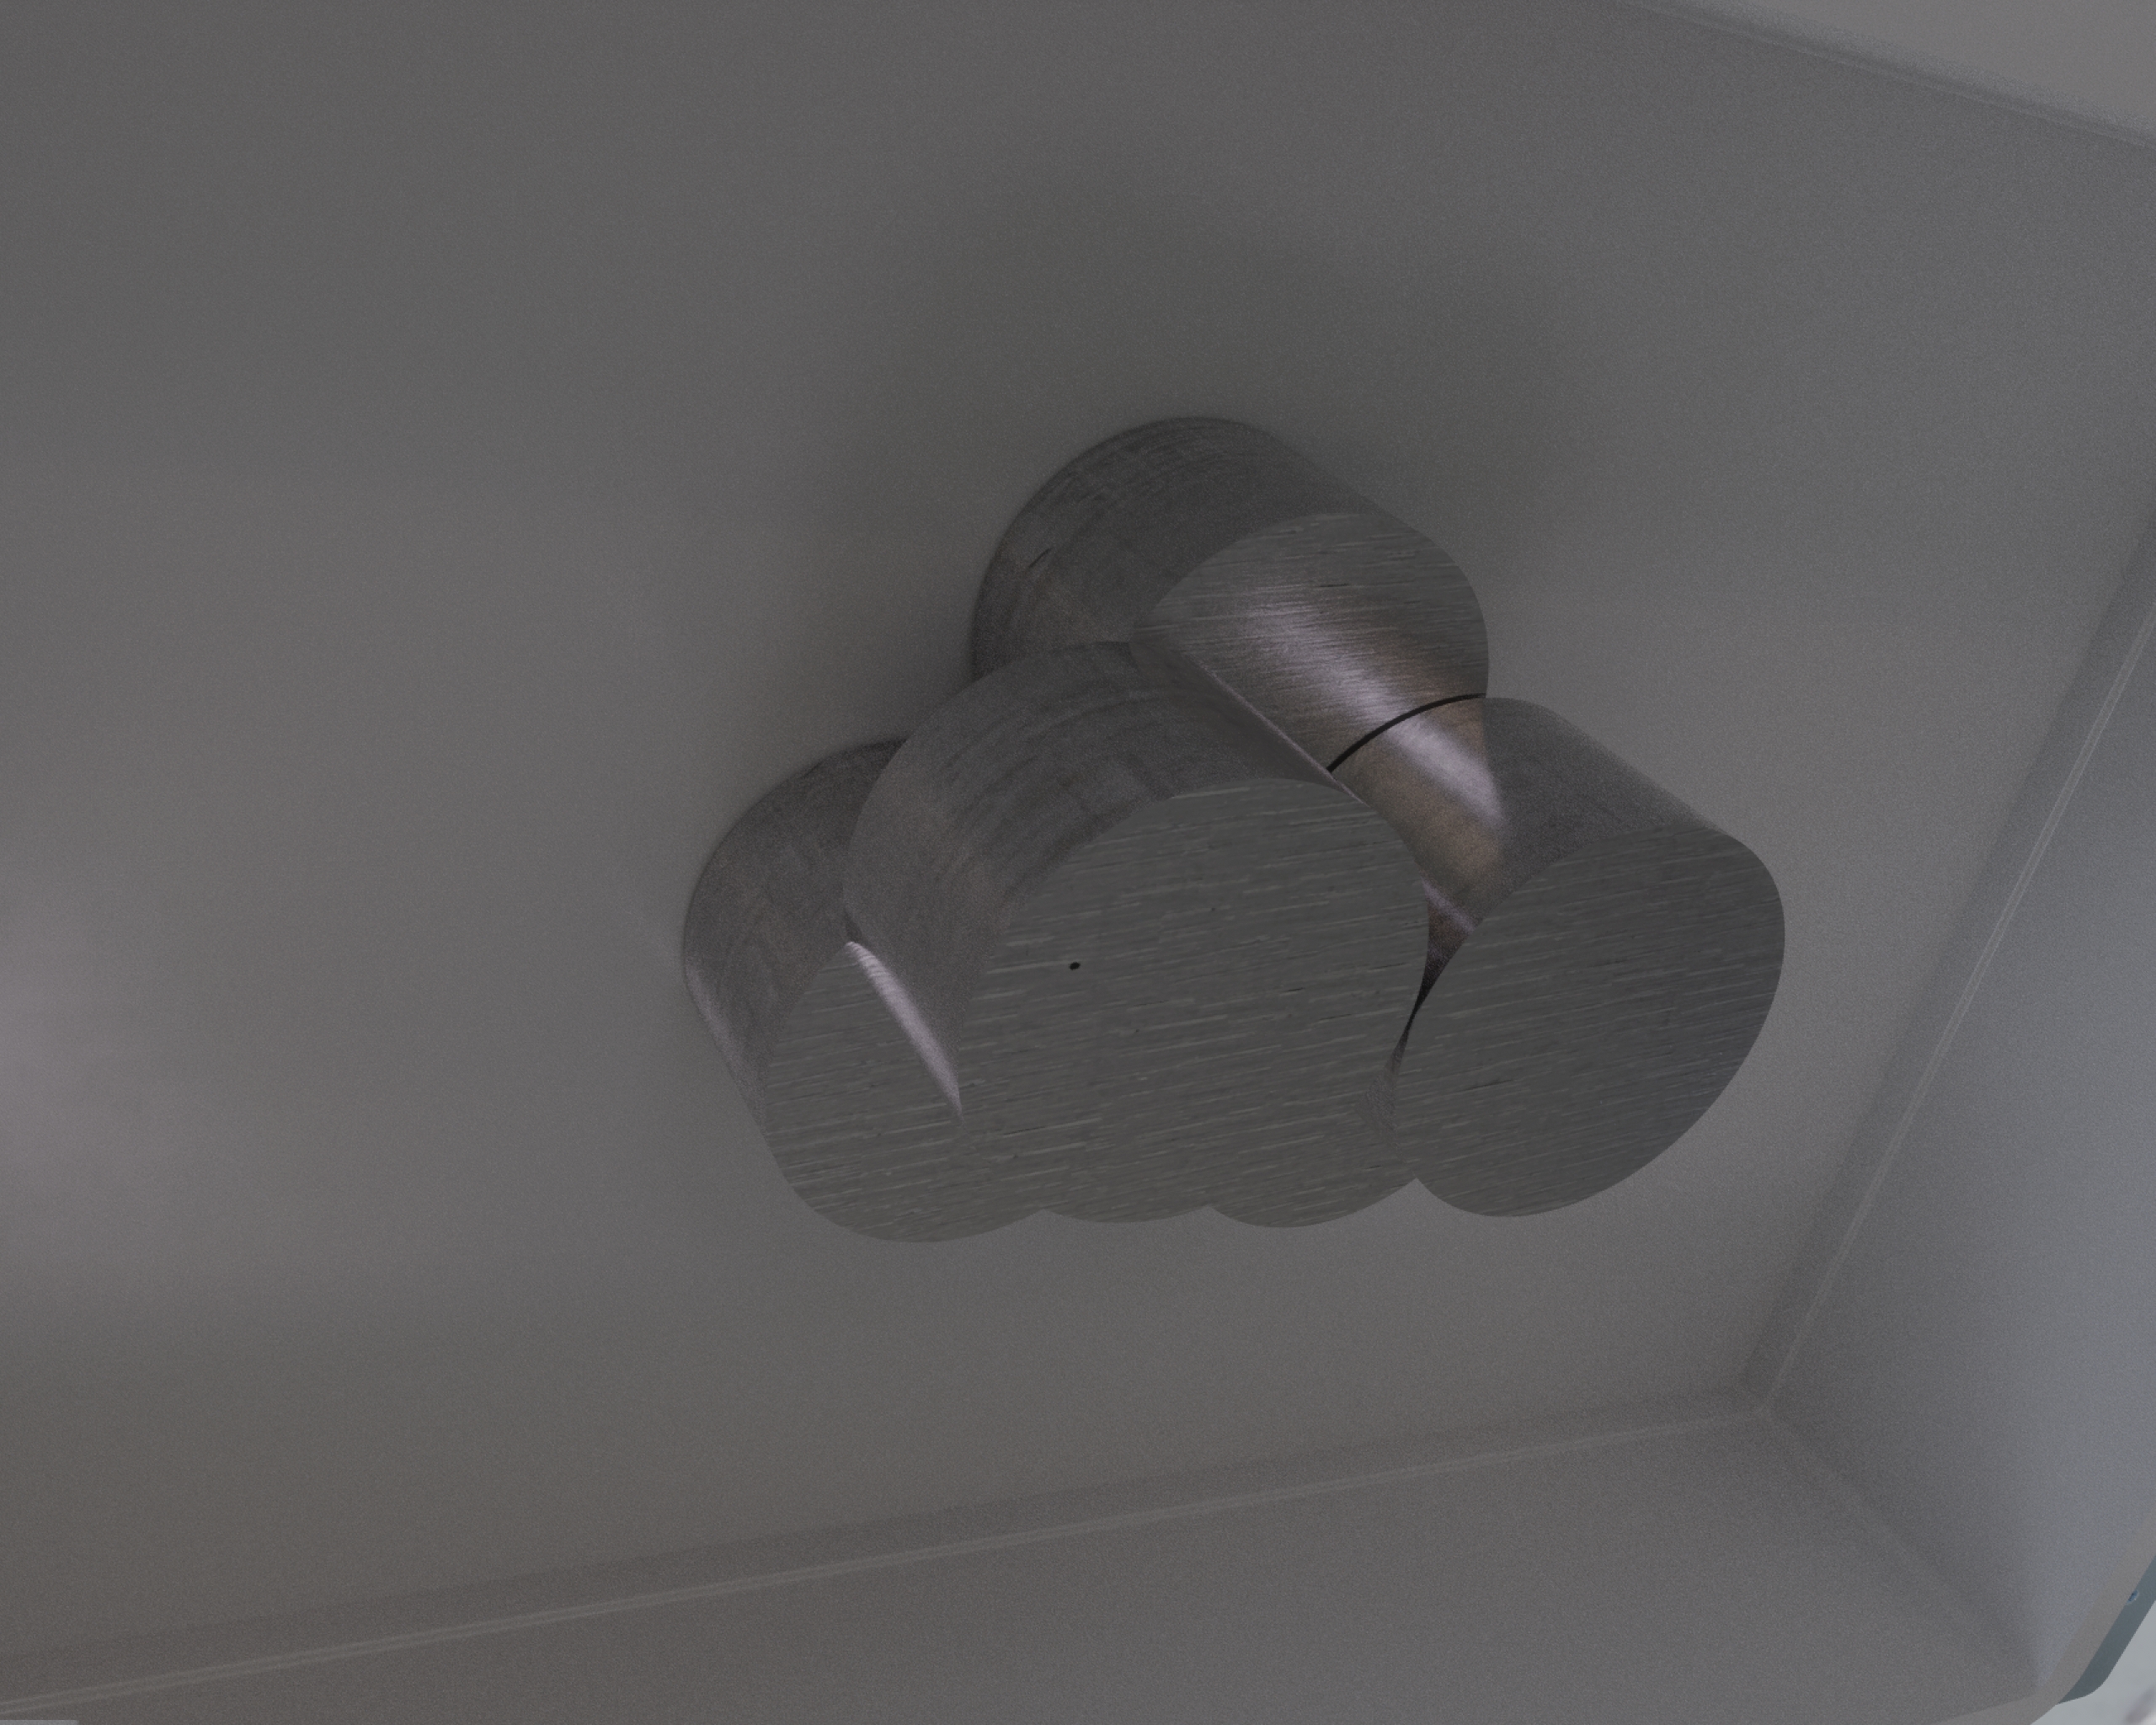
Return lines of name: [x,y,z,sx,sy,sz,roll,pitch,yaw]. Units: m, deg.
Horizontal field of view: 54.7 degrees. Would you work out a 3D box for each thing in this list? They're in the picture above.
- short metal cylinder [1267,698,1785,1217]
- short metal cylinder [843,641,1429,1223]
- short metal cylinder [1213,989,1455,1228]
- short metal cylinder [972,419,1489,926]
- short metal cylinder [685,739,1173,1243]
short metal cylinder: [0.079,0.017,0.378,0.081,0.050,0.079,-14,124,-21]
short metal cylinder: [0.009,0.011,0.337,0.081,0.050,0.079,-14,124,-21]
short metal cylinder: [0.044,0.028,0.431,0.081,0.050,0.079,-14,124,-21]
short metal cylinder: [0.027,-0.035,0.384,0.081,0.050,0.079,-14,124,-21]
short metal cylinder: [-0.027,0.024,0.390,0.081,0.050,0.079,-14,124,-21]
